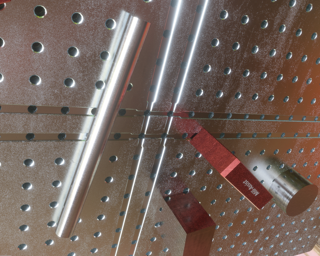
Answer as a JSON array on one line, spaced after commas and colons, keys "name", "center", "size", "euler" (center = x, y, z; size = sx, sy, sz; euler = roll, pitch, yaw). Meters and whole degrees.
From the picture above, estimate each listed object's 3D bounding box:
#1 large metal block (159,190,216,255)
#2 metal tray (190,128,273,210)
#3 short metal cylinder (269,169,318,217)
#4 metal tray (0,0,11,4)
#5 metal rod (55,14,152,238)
[{"name": "large metal block", "center": [0.040, 0.162, 0.498], "size": [0.050, 0.080, 0.079], "euler": [-9, 122, -24]}, {"name": "metal tray", "center": [0.108, 0.062, 0.466], "size": [0.030, 0.090, 0.130], "euler": [-45, 129, 3]}, {"name": "short metal cylinder", "center": [0.266, 0.130, 0.621], "size": [0.081, 0.050, 0.079], "euler": [-14, 124, -21]}, {"name": "metal tray", "center": [-0.191, -0.125, 0.225], "size": [0.131, 0.030, 0.089], "euler": [-23, 127, -15]}, {"name": "metal rod", "center": [-0.076, 0.013, 0.377], "size": [0.025, 0.025, 0.298], "euler": [10, 113, -33]}]
